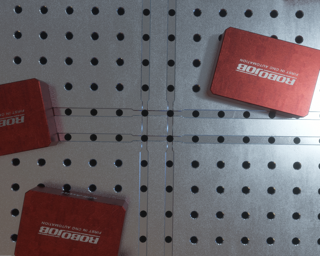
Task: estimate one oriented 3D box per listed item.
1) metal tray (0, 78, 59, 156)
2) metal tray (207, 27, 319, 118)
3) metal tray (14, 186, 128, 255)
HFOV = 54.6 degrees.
[{"bbox_3d":[-0.211,-0.009,0.410,0.131,0.030,0.090,-11,90,0],"label":"metal tray"},{"bbox_3d":[0.137,-0.072,0.412,0.131,0.030,0.090,14,90,0],"label":"metal tray"},{"bbox_3d":[-0.115,0.134,0.410,0.131,0.030,0.090,10,90,0],"label":"metal tray"}]
